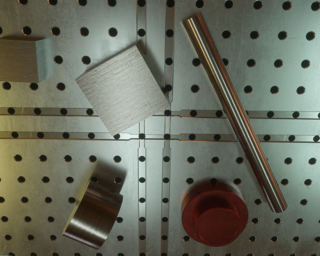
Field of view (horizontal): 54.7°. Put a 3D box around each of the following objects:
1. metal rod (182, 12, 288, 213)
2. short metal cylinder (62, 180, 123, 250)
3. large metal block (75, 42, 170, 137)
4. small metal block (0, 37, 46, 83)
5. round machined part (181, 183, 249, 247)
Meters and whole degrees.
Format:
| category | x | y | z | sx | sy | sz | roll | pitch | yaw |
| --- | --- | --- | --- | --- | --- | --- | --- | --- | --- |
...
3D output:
| category | x | y | z | sx | sy | sz | roll | pitch | yaw |
| --- | --- | --- | --- | --- | --- | --- | --- | --- | --- |
| metal rod | 0.107 | -0.007 | 0.412 | 0.025 | 0.025 | 0.299 | -26 | 108 | 9 |
| short metal cylinder | -0.092 | 0.118 | 0.427 | 0.050 | 0.080 | 0.080 | 28 | 108 | -10 |
| large metal block | -0.043 | -0.049 | 0.381 | 0.080 | 0.050 | 0.080 | -27 | 108 | 9 |
| small metal block | -0.172 | -0.084 | 0.380 | 0.050 | 0.025 | 0.050 | 3 | 110 | -2 |
| round machined part | 0.081 | 0.134 | 0.455 | 0.099 | 0.042 | 0.097 | 0 | 110 | -1 |
